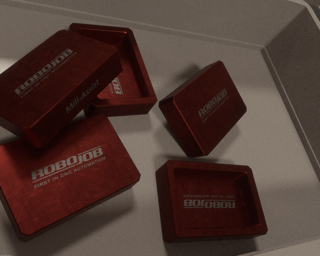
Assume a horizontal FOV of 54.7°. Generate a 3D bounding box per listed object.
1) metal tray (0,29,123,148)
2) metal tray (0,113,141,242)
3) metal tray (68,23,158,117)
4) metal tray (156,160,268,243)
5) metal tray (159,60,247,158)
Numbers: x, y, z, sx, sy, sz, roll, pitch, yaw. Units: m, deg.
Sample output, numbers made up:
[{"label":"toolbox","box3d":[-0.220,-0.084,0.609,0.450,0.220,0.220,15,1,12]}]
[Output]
[{"label":"metal tray","box3d":[-0.114,-0.049,0.329,0.090,0.030,0.130,24,58,26]},{"label":"metal tray","box3d":[-0.097,0.045,0.324,0.131,0.030,0.090,-22,74,-36]},{"label":"metal tray","box3d":[-0.066,-0.079,0.415,0.091,0.030,0.130,-6,65,-31]},{"label":"metal tray","box3d":[0.064,0.090,0.383,0.131,0.030,0.090,7,59,-25]},{"label":"metal tray","box3d":[0.066,-0.030,0.439,0.131,0.030,0.090,-41,105,-39]}]
